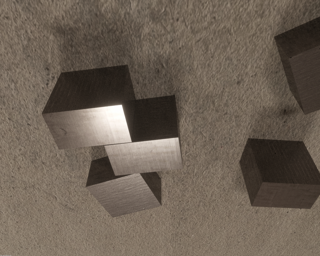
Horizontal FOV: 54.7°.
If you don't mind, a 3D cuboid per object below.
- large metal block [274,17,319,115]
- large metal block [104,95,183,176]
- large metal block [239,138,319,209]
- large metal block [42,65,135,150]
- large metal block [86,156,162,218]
[{"bbox_3d":[0.180,-0.072,0.333,0.080,0.050,0.080,-22,127,17],"label":"large metal block"},{"bbox_3d":[-0.017,0.007,0.377,0.080,0.080,0.050,-7,130,5],"label":"large metal block"},{"bbox_3d":[0.163,0.061,0.426,0.081,0.080,0.050,3,130,-4],"label":"large metal block"},{"bbox_3d":[-0.074,-0.025,0.349,0.080,0.080,0.050,-6,130,5],"label":"large metal block"},{"bbox_3d":[-0.050,0.082,0.460,0.080,0.050,0.080,-17,128,13],"label":"large metal block"}]
